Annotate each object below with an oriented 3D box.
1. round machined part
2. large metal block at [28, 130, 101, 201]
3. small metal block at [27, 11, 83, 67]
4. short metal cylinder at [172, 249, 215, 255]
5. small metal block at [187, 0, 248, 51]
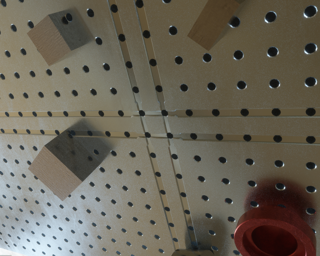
[{"bbox_3d":[0.151,0.141,0.408,0.098,0.042,0.097,13,124,20],"label":"round machined part"},{"bbox_3d":[-0.160,0.064,0.516,0.080,0.050,0.080,45,129,-4],"label":"large metal block"},{"bbox_3d":[-0.139,-0.117,0.410,0.050,0.025,0.050,-21,108,35],"label":"small metal block"},{"bbox_3d":[0.053,0.235,0.492,0.050,0.080,0.080,-12,113,33],"label":"short metal cylinder"},{"bbox_3d":[0.057,-0.108,0.297,0.025,0.050,0.050,37,129,3],"label":"small metal block"}]
